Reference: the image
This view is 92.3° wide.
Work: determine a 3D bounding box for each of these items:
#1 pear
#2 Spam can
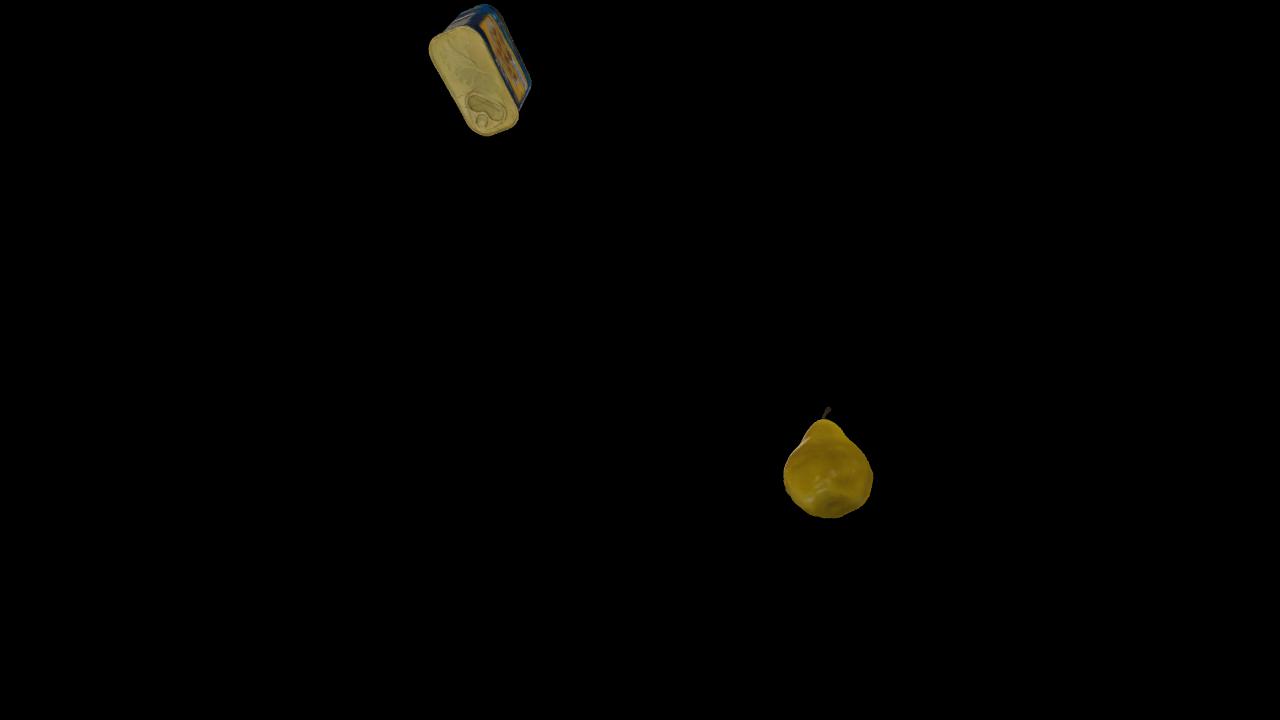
[{"bbox_3d":[0.173,0.092,0.588,0.080,0.080,0.111,0,42,-1],"label":"pear"},{"bbox_3d":[-0.156,-0.295,0.623,0.058,0.085,0.101,-11,-47,17],"label":"Spam can"}]
